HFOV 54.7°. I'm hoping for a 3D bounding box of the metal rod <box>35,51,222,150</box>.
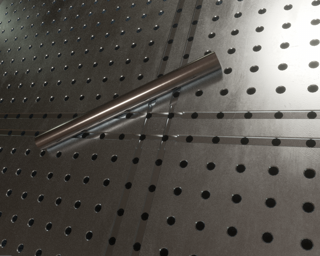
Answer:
[{"bbox_3d":[-0.055,-0.035,0.456,0.301,0.025,0.025,-24,53,13],"label":"metal rod"}]
